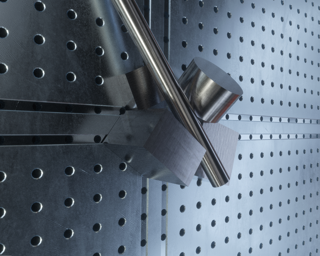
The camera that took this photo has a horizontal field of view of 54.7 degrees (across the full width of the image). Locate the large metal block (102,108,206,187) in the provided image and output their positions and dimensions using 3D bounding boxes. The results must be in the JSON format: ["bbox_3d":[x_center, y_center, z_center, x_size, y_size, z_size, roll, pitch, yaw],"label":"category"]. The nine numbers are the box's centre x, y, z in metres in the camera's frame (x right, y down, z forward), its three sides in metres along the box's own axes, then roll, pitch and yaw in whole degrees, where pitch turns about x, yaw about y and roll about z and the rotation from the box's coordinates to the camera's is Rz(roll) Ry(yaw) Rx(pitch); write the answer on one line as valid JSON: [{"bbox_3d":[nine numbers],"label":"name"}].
[{"bbox_3d":[-0.007,0.022,0.369,0.080,0.080,0.050,45,63,-31],"label":"large metal block"}]

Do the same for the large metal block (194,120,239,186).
[{"bbox_3d":[0.063,0.034,0.448,0.080,0.050,0.080,22,76,-38],"label":"large metal block"}]

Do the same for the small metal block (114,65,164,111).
[{"bbox_3d":[-0.023,-0.051,0.392,0.050,0.025,0.050,-31,109,-36],"label":"small metal block"}]

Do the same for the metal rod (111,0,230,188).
[{"bbox_3d":[0.007,-0.060,0.377,0.025,0.025,0.299,-35,100,-35],"label":"metal rod"}]

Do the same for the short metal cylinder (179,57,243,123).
[{"bbox_3d":[0.065,-0.052,0.421,0.081,0.080,0.050,11,127,-40],"label":"short metal cylinder"}]
